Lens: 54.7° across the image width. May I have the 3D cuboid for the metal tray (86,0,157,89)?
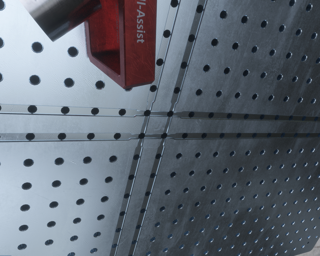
[{"bbox_3d":[-0.039,-0.111,0.277,0.030,0.090,0.129,-16,125,-28],"label":"metal tray"}]

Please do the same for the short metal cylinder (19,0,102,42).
[{"bbox_3d":[-0.092,-0.118,0.252,0.050,0.080,0.080,-36,129,-4],"label":"short metal cylinder"}]
